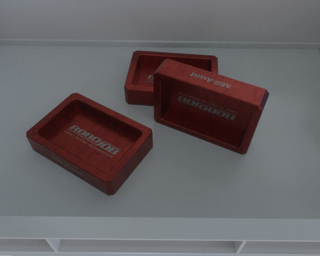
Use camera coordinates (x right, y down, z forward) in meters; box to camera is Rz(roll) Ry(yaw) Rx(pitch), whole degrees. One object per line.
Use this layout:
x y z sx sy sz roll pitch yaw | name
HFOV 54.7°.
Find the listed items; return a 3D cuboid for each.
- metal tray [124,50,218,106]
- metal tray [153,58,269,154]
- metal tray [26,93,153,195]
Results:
0.019 -0.073 0.463 0.131 0.030 0.090 5 50 3 | metal tray
0.057 -0.025 0.384 0.130 0.089 0.030 21 53 16 | metal tray
-0.086 0.014 0.388 0.130 0.030 0.090 26 54 20 | metal tray
